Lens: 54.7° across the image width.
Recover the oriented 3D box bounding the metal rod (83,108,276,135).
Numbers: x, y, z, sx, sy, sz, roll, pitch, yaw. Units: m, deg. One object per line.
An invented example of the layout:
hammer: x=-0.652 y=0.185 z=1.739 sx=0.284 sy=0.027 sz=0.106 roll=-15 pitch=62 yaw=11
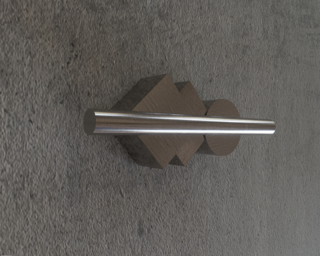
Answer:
metal rod: x=0.051 y=-0.003 z=0.381 sx=0.302 sy=0.025 sz=0.025 roll=1 pitch=90 yaw=-40

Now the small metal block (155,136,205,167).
small metal block: x=0.023 y=0.022 z=0.410 sx=0.050 sy=0.050 sz=0.025 roll=-50 pitch=120 yaw=-28

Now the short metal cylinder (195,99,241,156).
short metal cylinder: x=0.073 y=-0.001 z=0.450 sx=0.081 sy=0.050 sz=0.080 roll=0 pitch=90 yaw=-40

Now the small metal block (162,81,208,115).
small metal block: x=0.027 y=-0.033 z=0.413 sx=0.025 sy=0.050 sz=0.050 roll=-50 pitch=120 yaw=-28

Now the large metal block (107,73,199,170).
large metal block: x=-0.009 y=-0.008 z=0.380 sx=0.080 sy=0.050 sz=0.080 roll=-50 pitch=119 yaw=-28
